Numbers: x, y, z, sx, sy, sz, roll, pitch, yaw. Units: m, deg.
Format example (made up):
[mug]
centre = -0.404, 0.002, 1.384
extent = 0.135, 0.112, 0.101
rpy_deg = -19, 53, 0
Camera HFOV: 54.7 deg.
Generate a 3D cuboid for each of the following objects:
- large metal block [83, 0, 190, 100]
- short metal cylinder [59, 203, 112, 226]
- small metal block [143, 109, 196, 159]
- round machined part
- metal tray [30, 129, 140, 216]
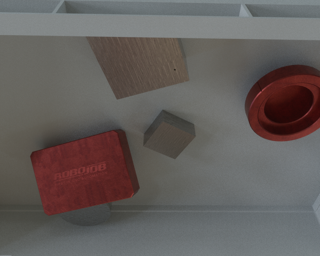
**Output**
[large metal block]
centre = -0.020, -0.085, 0.320
extent = 0.080, 0.050, 0.080
rpy_deg = -14, 129, 11
[short metal cylinder]
centre = -0.115, 0.110, 0.484
extent = 0.081, 0.050, 0.079
rpy_deg = 0, 130, 0
[small metal block]
centre = 0.012, 0.010, 0.418
extent = 0.050, 0.025, 0.050
rpy_deg = 24, 126, -20
[round machined part]
centre = 0.151, -0.033, 0.372
extent = 0.099, 0.042, 0.097
rpy_deg = -1, 130, 0
[metal tray]
centre = -0.102, 0.060, 0.422
extent = 0.130, 0.030, 0.090
rpy_deg = -15, 89, 11
